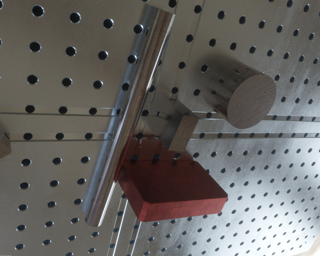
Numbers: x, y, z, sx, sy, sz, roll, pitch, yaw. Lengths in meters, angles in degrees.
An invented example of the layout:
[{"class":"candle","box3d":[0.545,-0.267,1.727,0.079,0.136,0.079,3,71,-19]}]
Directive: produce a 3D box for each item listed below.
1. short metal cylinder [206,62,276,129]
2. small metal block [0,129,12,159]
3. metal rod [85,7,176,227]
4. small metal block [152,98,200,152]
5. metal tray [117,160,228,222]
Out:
[{"class":"short metal cylinder","box3d":[0.112,-0.045,0.431,0.081,0.050,0.079,-14,124,-21]},{"class":"small metal block","box3d":[-0.191,0.014,0.316,0.050,0.025,0.050,-29,129,-11]},{"class":"metal rod","box3d":[-0.044,0.003,0.389,0.025,0.025,0.298,7,115,-32]},{"class":"small metal block","box3d":[0.019,-0.004,0.405,0.025,0.050,0.050,10,114,-33]},{"class":"metal tray","box3d":[0.017,0.082,0.431,0.131,0.090,0.030,3,117,-30]}]
